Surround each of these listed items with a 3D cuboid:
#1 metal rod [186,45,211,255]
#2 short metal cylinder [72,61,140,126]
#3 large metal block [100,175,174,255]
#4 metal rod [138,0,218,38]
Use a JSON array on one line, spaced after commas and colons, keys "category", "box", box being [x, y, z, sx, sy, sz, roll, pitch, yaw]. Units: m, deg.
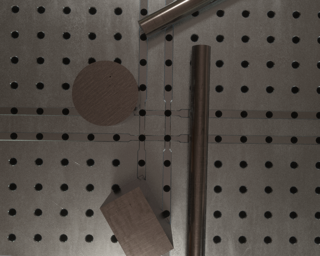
[{"category": "metal rod", "box": [0.051, 0.041, 0.414, 0.025, 0.025, 0.298, 2, 90, -1]}, {"category": "short metal cylinder", "box": [-0.067, -0.042, 0.400, 0.081, 0.050, 0.079, 0, 90, -1]}, {"category": "large metal block", "box": [-0.026, 0.112, 0.386, 0.050, 0.080, 0.080, -29, 90, 0]}, {"category": "metal rod", "box": [0.109, -0.203, 0.414, 0.301, 0.025, 0.025, -28, 90, -1]}]
